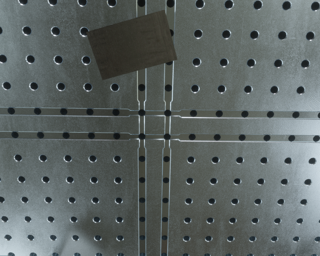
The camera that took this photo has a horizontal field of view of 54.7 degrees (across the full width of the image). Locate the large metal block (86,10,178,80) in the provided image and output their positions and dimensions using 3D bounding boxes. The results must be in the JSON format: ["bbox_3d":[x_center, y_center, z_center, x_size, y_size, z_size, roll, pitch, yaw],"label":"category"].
[{"bbox_3d":[-0.028,-0.096,0.348,0.080,0.080,0.050,-14,110,5],"label":"large metal block"}]
